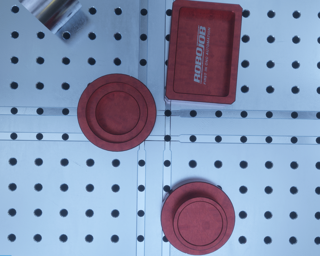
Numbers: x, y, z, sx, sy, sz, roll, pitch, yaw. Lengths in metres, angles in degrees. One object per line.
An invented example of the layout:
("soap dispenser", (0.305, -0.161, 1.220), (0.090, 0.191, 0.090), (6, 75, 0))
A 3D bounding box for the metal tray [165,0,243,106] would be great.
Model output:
("metal tray", (0.056, -0.098, 0.411), (0.091, 0.030, 0.129), (5, 90, -1))

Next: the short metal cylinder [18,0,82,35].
("short metal cylinder", (-0.145, -0.164, 0.384), (0.080, 0.080, 0.050), (44, 90, -1))

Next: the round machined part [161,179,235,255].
("round machined part", (0.050, 0.119, 0.406), (0.099, 0.042, 0.097), (0, 90, -1))

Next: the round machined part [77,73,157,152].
("round machined part", (-0.054, -0.019, 0.404), (0.099, 0.042, 0.097), (0, 90, -1))
